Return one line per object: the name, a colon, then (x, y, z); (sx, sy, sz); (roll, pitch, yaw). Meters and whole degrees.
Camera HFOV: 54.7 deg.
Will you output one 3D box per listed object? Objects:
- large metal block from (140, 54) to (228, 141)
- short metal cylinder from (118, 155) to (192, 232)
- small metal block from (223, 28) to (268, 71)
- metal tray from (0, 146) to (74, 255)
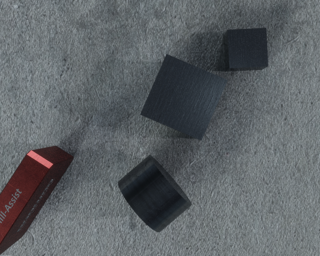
large metal block: (0.029, -0.037, 0.398); (0.080, 0.050, 0.080); (23, 90, 0)
short metal cylinder: (-0.006, 0.080, 0.383); (0.050, 0.080, 0.080); (-41, 90, 0)
small metal block: (0.113, -0.103, 0.411); (0.050, 0.025, 0.050); (-3, 90, 0)
metal tray: (-0.163, 0.086, 0.376); (0.030, 0.090, 0.130); (33, 90, 0)
